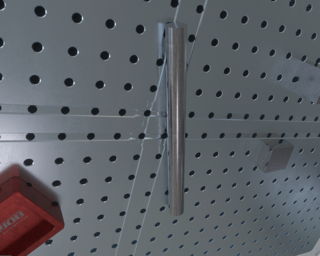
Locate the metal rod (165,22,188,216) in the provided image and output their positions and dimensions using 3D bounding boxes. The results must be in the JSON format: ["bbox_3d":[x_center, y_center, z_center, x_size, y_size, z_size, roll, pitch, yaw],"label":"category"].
[{"bbox_3d":[0.023,0.010,0.429,0.025,0.025,0.298,-15,125,-20],"label":"metal rod"}]

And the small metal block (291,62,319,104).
[{"bbox_3d":[0.242,-0.071,0.483,0.025,0.050,0.050,-3,120,-27],"label":"small metal block"}]

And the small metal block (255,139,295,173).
[{"bbox_3d":[0.205,0.050,0.554,0.050,0.025,0.050,-6,121,-25],"label":"small metal block"}]

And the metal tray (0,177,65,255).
[{"bbox_3d":[-0.198,0.130,0.379,0.130,0.030,0.090,-36,129,-4],"label":"metal tray"}]
